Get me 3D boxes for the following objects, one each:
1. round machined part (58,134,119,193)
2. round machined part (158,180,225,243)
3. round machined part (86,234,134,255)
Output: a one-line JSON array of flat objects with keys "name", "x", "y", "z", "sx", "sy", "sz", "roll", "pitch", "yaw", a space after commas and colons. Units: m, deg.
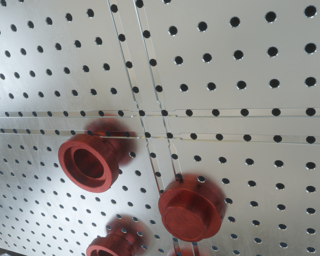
[{"name": "round machined part", "x": -0.106, "y": 0.050, "z": 0.485, "sx": 0.098, "sy": 0.042, "sz": 0.097, "roll": 13, "pitch": 124, "yaw": 20}, {"name": "round machined part", "x": 0.042, "y": 0.129, "z": 0.457, "sx": 0.098, "sy": 0.042, "sz": 0.097, "roll": 13, "pitch": 124, "yaw": 20}, {"name": "round machined part", "x": -0.089, "y": 0.245, "z": 0.597, "sx": 0.098, "sy": 0.042, "sz": 0.097, "roll": 13, "pitch": 124, "yaw": 20}]
